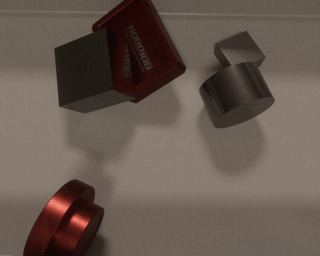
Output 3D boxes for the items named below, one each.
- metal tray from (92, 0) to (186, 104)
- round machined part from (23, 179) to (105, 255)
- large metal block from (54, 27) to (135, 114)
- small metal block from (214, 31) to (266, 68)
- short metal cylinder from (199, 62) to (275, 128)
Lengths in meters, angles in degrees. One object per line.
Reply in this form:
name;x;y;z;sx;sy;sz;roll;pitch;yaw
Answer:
metal tray;-0.032;-0.111;0.426;0.090;0.030;0.130;-31;71;18
round machined part;-0.095;0.108;0.330;0.042;0.098;0.098;24;72;8
large metal block;-0.084;-0.070;0.400;0.080;0.050;0.080;-14;77;23
small metal block;0.115;-0.106;0.450;0.050;0.025;0.050;-26;72;-9
short metal cylinder;0.097;-0.040;0.396;0.081;0.080;0.050;-18;71;-7
